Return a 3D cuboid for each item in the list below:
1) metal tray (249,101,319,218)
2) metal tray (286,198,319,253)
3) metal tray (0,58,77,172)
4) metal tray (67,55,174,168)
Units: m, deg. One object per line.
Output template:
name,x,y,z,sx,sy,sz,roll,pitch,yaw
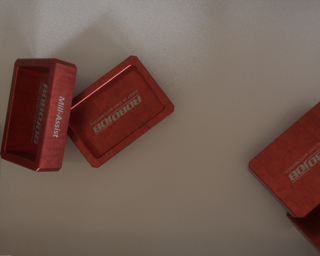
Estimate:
metal tray,0.191,0.040,0.397,0.130,0.030,0.090,-41,70,-1
metal tray,0.221,0.116,0.358,0.090,0.130,0.030,-38,108,3
metal tray,-0.152,-0.018,0.382,0.090,0.030,0.129,9,90,37
metal tray,-0.058,-0.021,0.408,0.130,0.030,0.090,-37,91,-1
